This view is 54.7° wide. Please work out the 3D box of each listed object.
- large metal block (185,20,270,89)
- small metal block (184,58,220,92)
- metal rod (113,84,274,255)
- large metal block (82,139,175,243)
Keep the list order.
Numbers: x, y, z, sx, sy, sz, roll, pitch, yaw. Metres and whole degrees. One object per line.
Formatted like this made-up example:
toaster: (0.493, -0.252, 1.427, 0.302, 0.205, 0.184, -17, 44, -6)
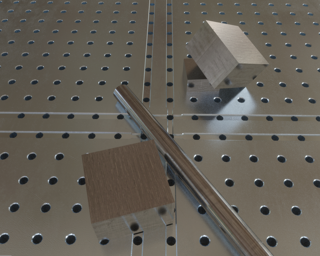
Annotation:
large metal block: (0.097, -0.105, 0.449, 0.081, 0.050, 0.080, -10, 61, -43)
small metal block: (0.064, -0.082, 0.477, 0.050, 0.025, 0.050, -3, 50, -3)
metal rod: (0.026, 0.043, 0.371, 0.025, 0.025, 0.300, -27, 55, -21)
large metal block: (-0.035, 0.066, 0.335, 0.081, 0.050, 0.080, -12, 51, -10)
